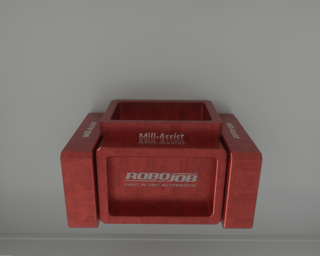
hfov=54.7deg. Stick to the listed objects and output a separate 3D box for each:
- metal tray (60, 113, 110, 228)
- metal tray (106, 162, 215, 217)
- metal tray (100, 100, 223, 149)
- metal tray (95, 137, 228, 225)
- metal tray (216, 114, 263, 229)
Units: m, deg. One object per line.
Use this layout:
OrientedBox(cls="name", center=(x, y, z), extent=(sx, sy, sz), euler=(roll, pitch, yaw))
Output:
OrientedBox(cls="metal tray", center=(-0.080, 0.043, 0.369), extent=(0.030, 0.130, 0.089), euler=(1, 111, 0))
OrientedBox(cls="metal tray", center=(0.001, 0.076, 0.401), extent=(0.131, 0.090, 0.030), euler=(0, 110, 0))
OrientedBox(cls="metal tray", center=(0.002, -0.007, 0.371), extent=(0.131, 0.090, 0.030), euler=(0, 111, 0))
OrientedBox(cls="metal tray", center=(0.001, 0.057, 0.331), extent=(0.131, 0.030, 0.089), euler=(1, 110, -1))
OrientedBox(cls="metal tray", center=(0.082, 0.044, 0.370), extent=(0.030, 0.130, 0.089), euler=(1, 111, 0))
